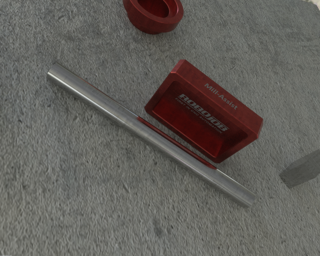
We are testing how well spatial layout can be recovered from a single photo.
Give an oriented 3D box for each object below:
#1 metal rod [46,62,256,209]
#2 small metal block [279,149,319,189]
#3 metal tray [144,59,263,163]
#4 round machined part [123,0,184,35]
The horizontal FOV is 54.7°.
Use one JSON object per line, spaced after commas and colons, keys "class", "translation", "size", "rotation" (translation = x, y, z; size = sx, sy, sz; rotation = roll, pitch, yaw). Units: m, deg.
{"class": "metal rod", "translation": [-0.006, 0.013, 0.393], "size": [0.301, 0.025, 0.025], "rotation": [34, 51, -7]}
{"class": "small metal block", "translation": [0.218, 0.062, 0.470], "size": [0.050, 0.050, 0.025], "rotation": [-26, 76, -37]}
{"class": "metal tray", "translation": [0.054, -0.017, 0.403], "size": [0.130, 0.090, 0.030], "rotation": [37, 51, -4]}
{"class": "round machined part", "translation": [-0.014, -0.192, 0.504], "size": [0.099, 0.042, 0.098], "rotation": [14, 56, -21]}
